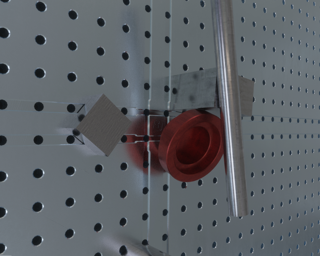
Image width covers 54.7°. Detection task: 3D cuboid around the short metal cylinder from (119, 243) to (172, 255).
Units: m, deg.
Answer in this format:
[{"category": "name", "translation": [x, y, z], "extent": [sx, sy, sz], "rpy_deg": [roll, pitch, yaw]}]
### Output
[{"category": "short metal cylinder", "translation": [-0.016, 0.190, 0.381], "extent": [0.081, 0.050, 0.079], "rpy_deg": [0, 90, -40]}]

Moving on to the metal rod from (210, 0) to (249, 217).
[{"category": "metal rod", "translation": [0.083, -0.042, 0.375], "extent": [0.025, 0.025, 0.298], "rpy_deg": [-10, 96, -40]}]

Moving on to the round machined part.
[{"category": "round machined part", "translation": [0.039, 0.020, 0.418], "extent": [0.099, 0.042, 0.097], "rpy_deg": [-14, 118, -28]}]

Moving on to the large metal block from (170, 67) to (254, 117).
[{"category": "large metal block", "translation": [0.073, -0.045, 0.435], "extent": [0.081, 0.080, 0.050], "rpy_deg": [9, 84, -40]}]

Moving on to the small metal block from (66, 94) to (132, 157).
[{"category": "small metal block", "translation": [-0.068, -0.003, 0.353], "extent": [0.050, 0.025, 0.050], "rpy_deg": [47, 62, -30]}]
